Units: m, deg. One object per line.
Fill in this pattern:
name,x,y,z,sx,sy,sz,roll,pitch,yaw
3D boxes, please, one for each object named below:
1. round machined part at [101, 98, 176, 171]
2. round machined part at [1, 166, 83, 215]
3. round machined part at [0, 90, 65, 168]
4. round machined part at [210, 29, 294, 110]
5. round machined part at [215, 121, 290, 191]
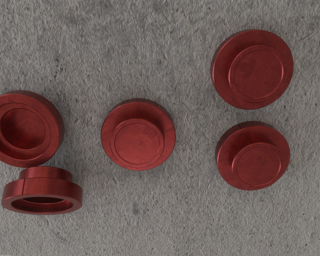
round machined part,-0.028,0.013,0.405,0.099,0.042,0.097,0,110,0
round machined part,-0.153,0.082,0.412,0.099,0.042,0.098,-4,151,-2
round machined part,-0.172,-0.002,0.398,0.099,0.042,0.097,0,110,0
round machined part,0.114,-0.069,0.376,0.099,0.042,0.097,0,110,0
round machined part,0.127,0.043,0.417,0.099,0.042,0.097,0,110,0
